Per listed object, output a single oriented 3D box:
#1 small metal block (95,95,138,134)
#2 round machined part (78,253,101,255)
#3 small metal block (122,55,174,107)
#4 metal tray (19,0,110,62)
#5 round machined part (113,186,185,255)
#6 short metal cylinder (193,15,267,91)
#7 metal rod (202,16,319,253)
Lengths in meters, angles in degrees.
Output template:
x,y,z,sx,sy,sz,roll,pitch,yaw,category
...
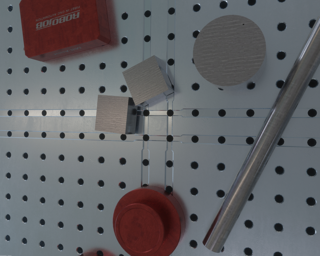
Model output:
x,y,z,sx,sy,sz,roll,pitch,yaw,category
-0.060,-0.019,0.431,0.050,0.025,0.050,7,93,26,small metal block
-0.106,0.235,0.441,0.098,0.042,0.097,0,90,20,round machined part
-0.016,-0.062,0.418,0.050,0.025,0.050,-25,82,18,small metal block
-0.143,-0.158,0.461,0.130,0.030,0.089,-9,87,19,metal tray
-0.020,0.129,0.410,0.098,0.042,0.097,0,90,20,round machined part
0.085,-0.087,0.369,0.080,0.050,0.080,0,90,20,short metal cylinder
0.127,0.014,0.367,0.025,0.025,0.298,27,99,18,metal rod
